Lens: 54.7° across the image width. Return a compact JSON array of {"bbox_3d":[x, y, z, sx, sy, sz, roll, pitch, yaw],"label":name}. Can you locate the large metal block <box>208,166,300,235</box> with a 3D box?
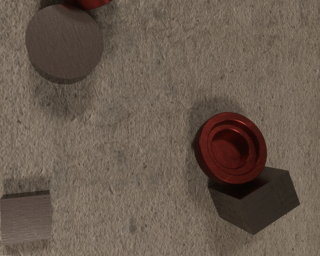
[{"bbox_3d":[0.127,0.093,0.429,0.081,0.080,0.050,-25,99,-19],"label":"large metal block"}]

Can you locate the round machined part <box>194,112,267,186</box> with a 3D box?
[{"bbox_3d":[0.092,0.031,0.426,0.099,0.042,0.098,5,71,-15],"label":"round machined part"}]

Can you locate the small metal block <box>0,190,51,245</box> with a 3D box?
[{"bbox_3d":[-0.152,0.101,0.353,0.050,0.025,0.050,-2,91,-20],"label":"small metal block"}]

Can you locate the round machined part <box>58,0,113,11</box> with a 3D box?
[{"bbox_3d":[-0.083,-0.169,0.350,0.098,0.098,0.042,-36,139,-17],"label":"round machined part"}]

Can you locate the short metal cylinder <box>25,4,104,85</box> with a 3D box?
[{"bbox_3d":[-0.109,-0.093,0.356,0.081,0.050,0.079,0,90,-21],"label":"short metal cylinder"}]
